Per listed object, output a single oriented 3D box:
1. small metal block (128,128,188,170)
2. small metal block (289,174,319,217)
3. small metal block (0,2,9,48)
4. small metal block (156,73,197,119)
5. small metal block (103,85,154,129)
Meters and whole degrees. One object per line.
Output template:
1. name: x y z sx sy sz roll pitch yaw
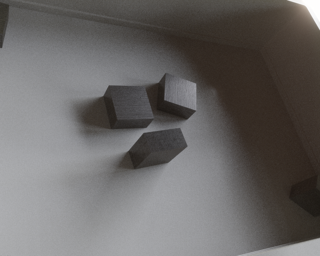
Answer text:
1. small metal block: -0.003 0.025 0.374 0.050 0.050 0.025 -8 66 -32
2. small metal block: 0.230 0.101 0.455 0.050 0.050 0.025 36 51 -5
3. small metal block: -0.212 -0.128 0.370 0.050 0.025 0.050 9 58 -24
4. small metal block: 0.025 -0.046 0.449 0.050 0.025 0.050 17 55 -19
5. small metal block: -0.041 -0.027 0.401 0.050 0.025 0.050 -3 63 -30
